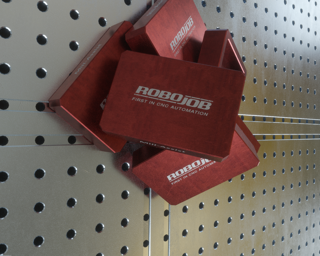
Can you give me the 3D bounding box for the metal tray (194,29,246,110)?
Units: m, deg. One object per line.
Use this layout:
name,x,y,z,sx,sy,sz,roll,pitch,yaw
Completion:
metal tray,0.090,-0.070,0.448,0.130,0.030,0.090,33,68,-59

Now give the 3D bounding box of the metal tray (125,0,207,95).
metal tray,0.018,-0.114,0.395,0.090,0.030,0.130,56,44,-29

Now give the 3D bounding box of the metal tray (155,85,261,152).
metal tray,0.065,-0.003,0.418,0.130,0.090,0.030,46,63,-31

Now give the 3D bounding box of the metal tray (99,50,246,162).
metal tray,0.013,-0.024,0.321,0.030,0.130,0.090,67,37,-75

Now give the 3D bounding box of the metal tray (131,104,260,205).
metal tray,0.042,0.038,0.381,0.090,0.130,0.030,46,24,-30

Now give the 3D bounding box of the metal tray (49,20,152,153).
metal tray,-0.052,-0.048,0.361,0.090,0.030,0.130,47,62,-31
